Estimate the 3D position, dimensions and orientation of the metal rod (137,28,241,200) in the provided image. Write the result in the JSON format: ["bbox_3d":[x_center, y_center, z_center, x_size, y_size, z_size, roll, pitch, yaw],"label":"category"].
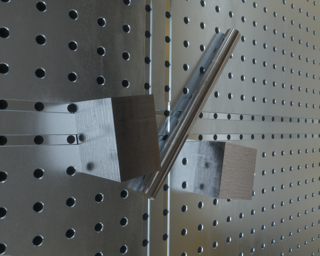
[{"bbox_3d":[0.052,-0.034,0.452,0.025,0.025,0.300,45,63,-31],"label":"metal rod"}]

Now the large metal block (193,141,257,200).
[{"bbox_3d":[0.101,0.066,0.478,0.081,0.050,0.080,13,82,-39],"label":"large metal block"}]

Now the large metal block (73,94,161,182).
[{"bbox_3d":[-0.048,0.008,0.334,0.050,0.080,0.079,-10,97,-40],"label":"large metal block"}]
